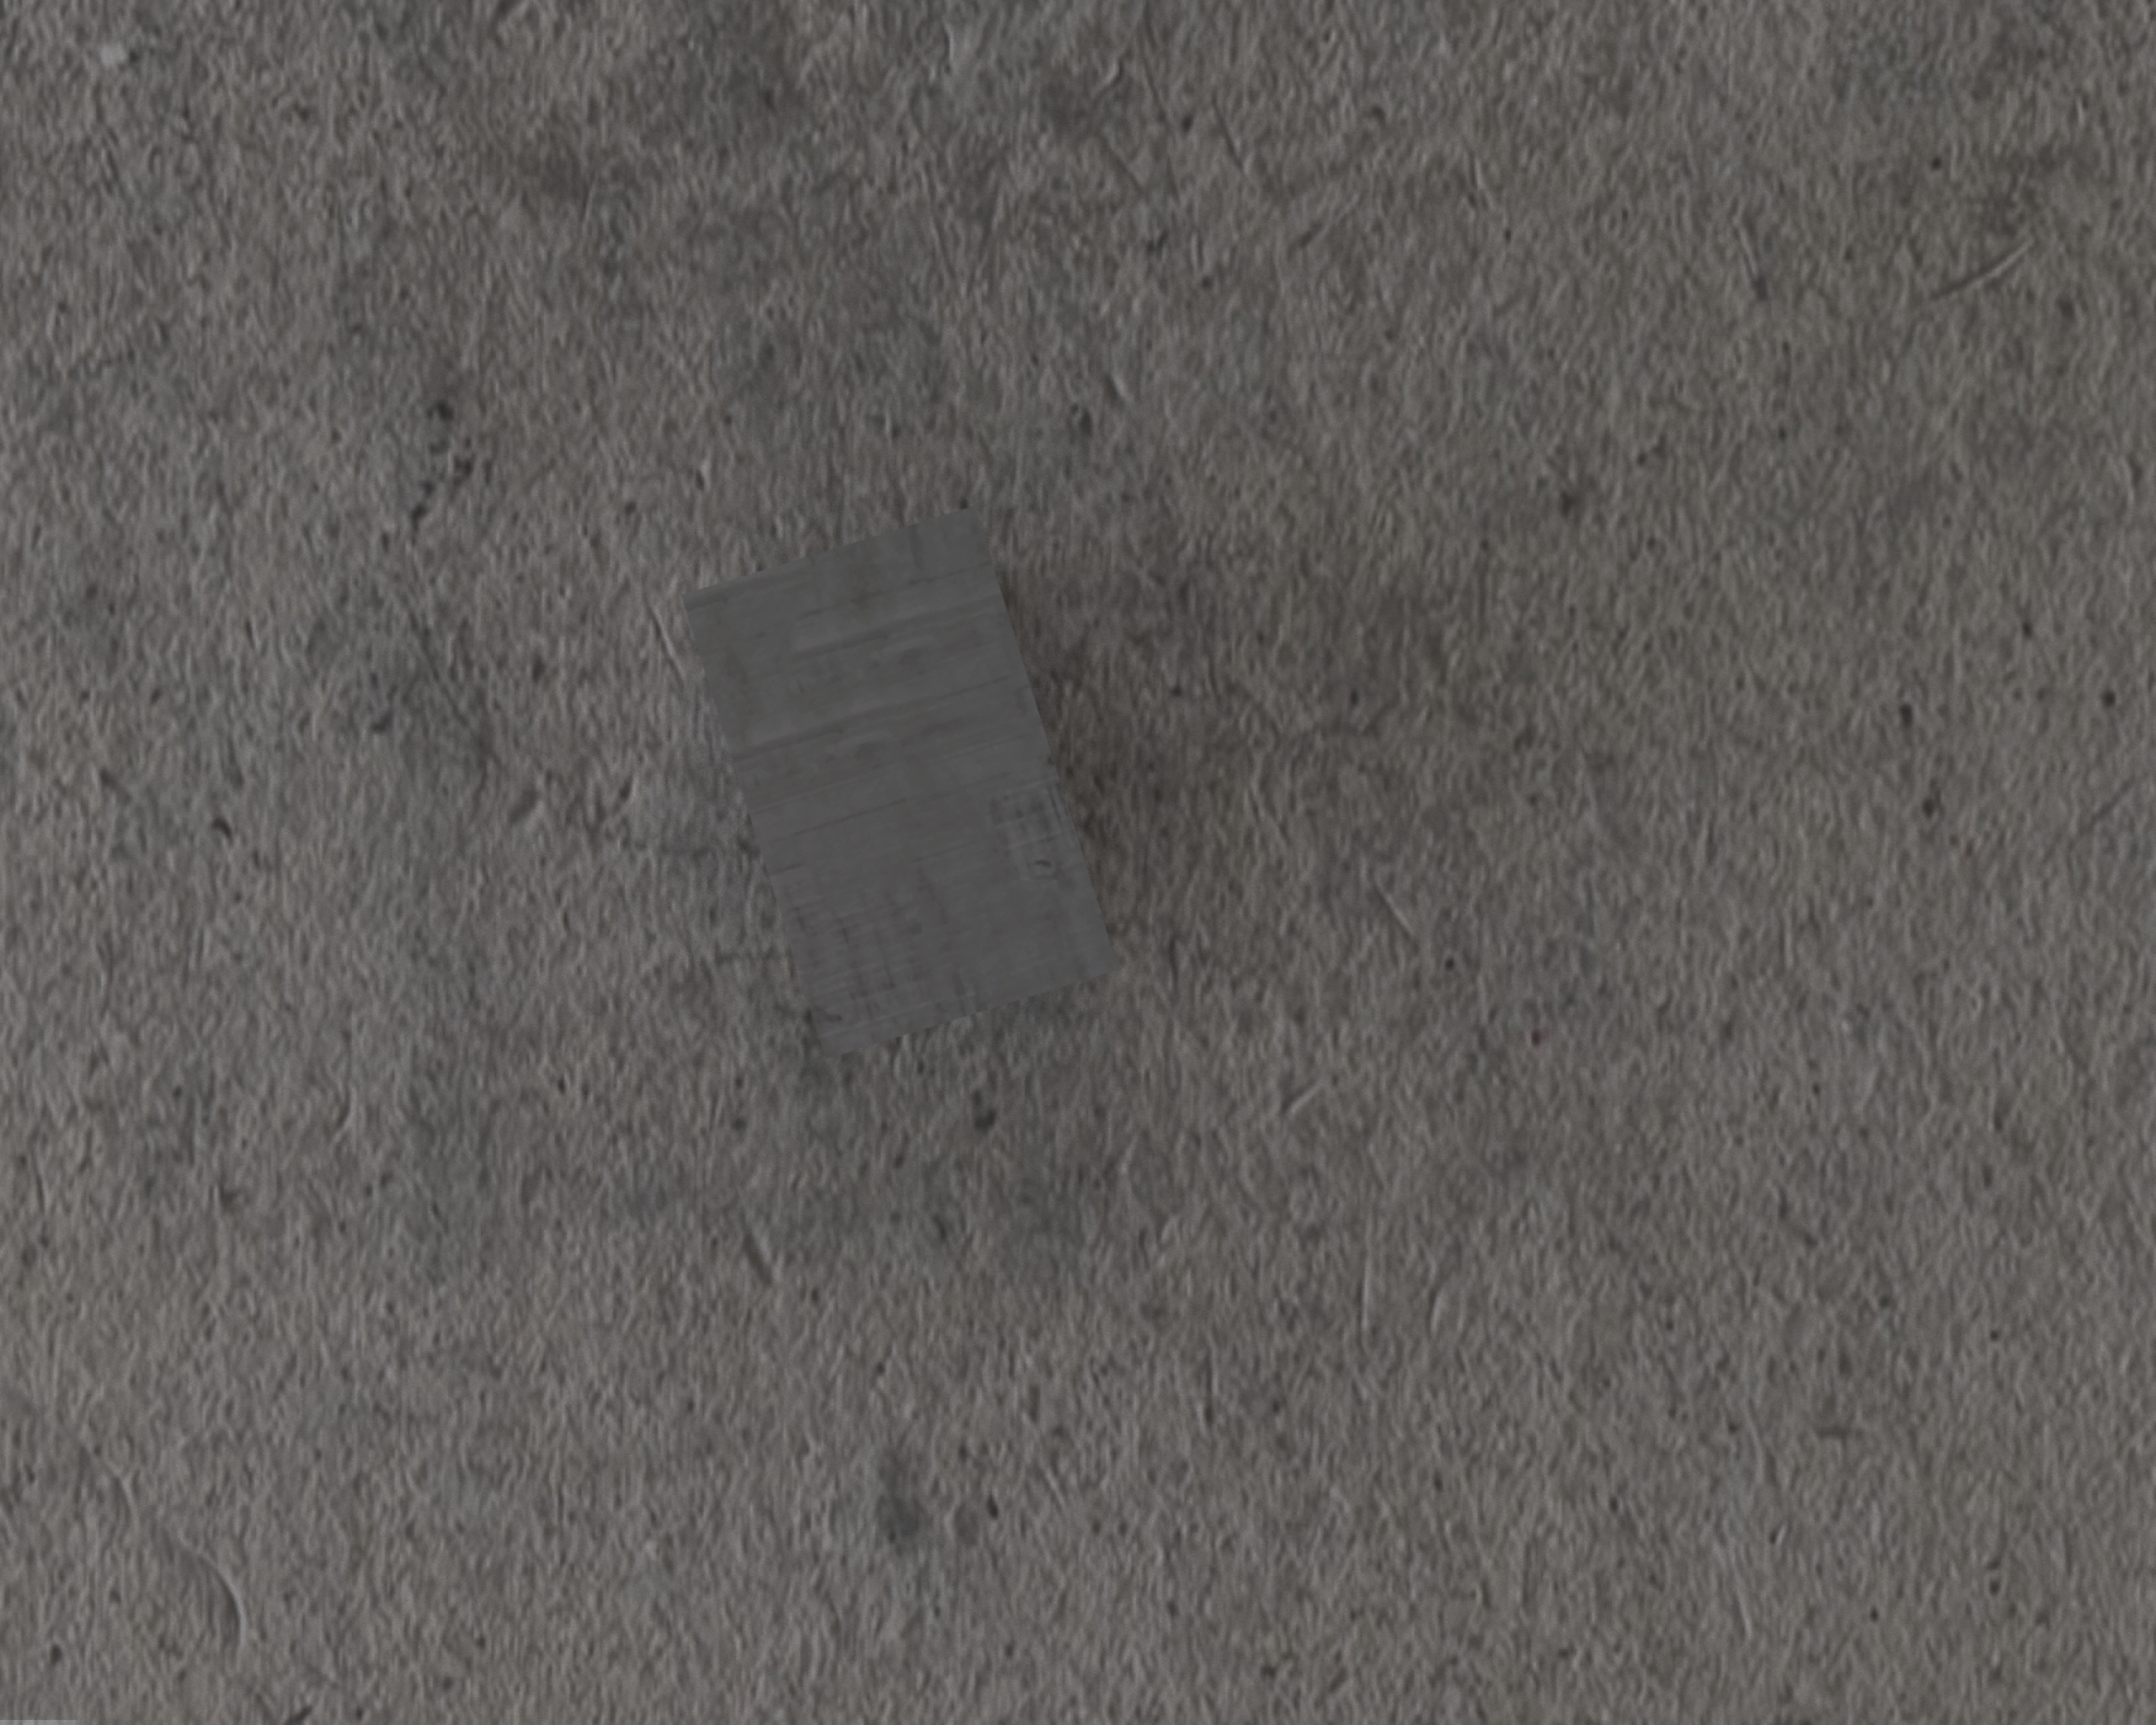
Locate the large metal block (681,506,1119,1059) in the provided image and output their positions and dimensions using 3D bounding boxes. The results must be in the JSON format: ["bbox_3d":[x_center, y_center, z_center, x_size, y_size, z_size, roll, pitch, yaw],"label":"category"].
[{"bbox_3d":[-0.029,-0.013,0.382,0.050,0.080,0.080,-17,90,0],"label":"large metal block"}]
